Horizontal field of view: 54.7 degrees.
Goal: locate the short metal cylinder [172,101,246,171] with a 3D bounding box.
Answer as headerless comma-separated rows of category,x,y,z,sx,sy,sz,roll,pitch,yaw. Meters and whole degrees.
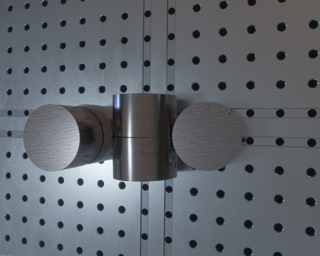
short metal cylinder,0.061,0.009,0.377,0.080,0.050,0.079,0,90,19

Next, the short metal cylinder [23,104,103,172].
short metal cylinder,-0.120,0.011,0.387,0.080,0.050,0.079,0,90,20

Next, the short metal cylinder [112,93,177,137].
short metal cylinder,-0.019,-0.015,0.390,0.080,0.080,0.050,1,91,20

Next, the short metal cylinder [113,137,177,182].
short metal cylinder,-0.019,0.036,0.390,0.080,0.080,0.050,-1,90,20

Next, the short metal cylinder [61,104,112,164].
short metal cylinder,-0.090,0.008,0.431,0.080,0.050,0.079,0,90,19
